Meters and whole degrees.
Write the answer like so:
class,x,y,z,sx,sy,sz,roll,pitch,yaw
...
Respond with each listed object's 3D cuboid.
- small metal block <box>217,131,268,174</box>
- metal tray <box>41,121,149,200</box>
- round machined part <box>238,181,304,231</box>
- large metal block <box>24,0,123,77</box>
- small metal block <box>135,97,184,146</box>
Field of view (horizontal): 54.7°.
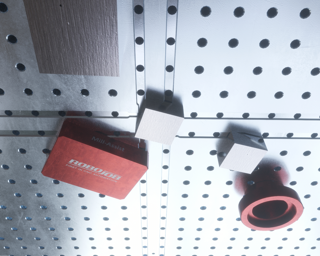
class,x,y,z,sx,sy,sz,roll,pitch,yaw
small metal block,0.117,0.036,0.444,0.050,0.025,0.050,13,129,-12
metal tray,-0.093,0.052,0.451,0.131,0.030,0.089,23,126,-19
round machined part,0.178,0.124,0.509,0.099,0.042,0.097,-1,130,0
large metal block,-0.080,-0.100,0.309,0.081,0.050,0.079,2,130,-3
small metal block,-0.001,-0.008,0.405,0.050,0.025,0.050,14,129,-12
